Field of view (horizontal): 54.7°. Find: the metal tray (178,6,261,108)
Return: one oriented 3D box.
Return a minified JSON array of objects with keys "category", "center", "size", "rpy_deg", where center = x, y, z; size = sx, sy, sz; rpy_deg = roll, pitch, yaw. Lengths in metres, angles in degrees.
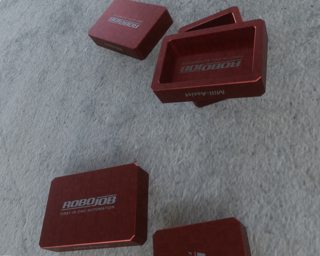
[{"category":"metal tray","center":[0.078,-0.098,0.419],"size":[0.090,0.030,0.130],"rpy_deg":[-17,55,17]}]

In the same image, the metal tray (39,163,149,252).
[{"category":"metal tray","center":[-0.080,0.099,0.380],"size":[0.130,0.030,0.090],"rpy_deg":[-13,56,20]}]

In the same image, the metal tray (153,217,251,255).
[{"category":"metal tray","center":[0.043,0.156,0.282],"size":[0.090,0.030,0.130],"rpy_deg":[-16,55,18]}]

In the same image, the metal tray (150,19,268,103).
[{"category":"metal tray","center":[0.060,-0.079,0.377],"size":[0.130,0.030,0.090],"rpy_deg":[-2,61,27]}]

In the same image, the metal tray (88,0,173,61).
[{"category":"metal tray","center":[-0.053,-0.173,0.533],"size":[0.130,0.030,0.090],"rpy_deg":[27,76,36]}]
